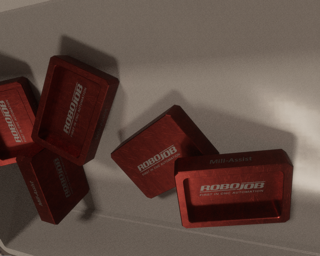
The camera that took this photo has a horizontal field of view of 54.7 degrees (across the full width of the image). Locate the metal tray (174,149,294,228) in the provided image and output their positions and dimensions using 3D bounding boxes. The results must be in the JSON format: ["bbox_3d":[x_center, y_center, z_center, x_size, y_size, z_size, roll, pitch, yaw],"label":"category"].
[{"bbox_3d":[0.087,0.075,0.375,0.131,0.030,0.089,-6,119,7],"label":"metal tray"}]

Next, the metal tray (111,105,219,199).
[{"bbox_3d":[0.003,0.037,0.426,0.130,0.030,0.090,-35,99,38],"label":"metal tray"}]

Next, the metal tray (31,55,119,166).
[{"bbox_3d":[-0.119,-0.024,0.427,0.090,0.030,0.129,26,110,11],"label":"metal tray"}]

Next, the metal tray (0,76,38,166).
[{"bbox_3d":[-0.237,-0.009,0.494,0.091,0.030,0.129,-13,116,0],"label":"metal tray"}]

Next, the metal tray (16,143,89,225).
[{"bbox_3d":[-0.167,0.077,0.499,0.030,0.090,0.129,6,122,25],"label":"metal tray"}]
